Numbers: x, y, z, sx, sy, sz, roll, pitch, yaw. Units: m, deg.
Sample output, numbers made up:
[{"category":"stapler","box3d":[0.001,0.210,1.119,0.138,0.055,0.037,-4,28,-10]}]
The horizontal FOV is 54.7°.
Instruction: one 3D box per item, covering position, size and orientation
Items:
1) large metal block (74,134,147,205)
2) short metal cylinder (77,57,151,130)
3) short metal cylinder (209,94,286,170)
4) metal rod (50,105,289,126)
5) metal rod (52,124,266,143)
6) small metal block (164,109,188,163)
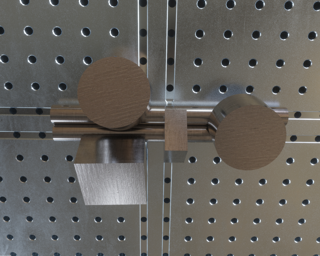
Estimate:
[{"category":"large metal block","box3d":[-0.059,0.055,0.401,0.081,0.050,0.079,-1,130,0]},{"category":"short metal cylinder","box3d":[-0.051,-0.038,0.366,0.081,0.050,0.080,0,86,-1]},{"category":"short metal cylinder","box3d":[0.102,0.004,0.372,0.081,0.050,0.079,0,110,0]},{"category":"metal rod","box3d":[0.013,-0.017,0.404,0.302,0.025,0.025,1,110,-1]},{"category":"metal rod","box3d":[0.012,0.007,0.412,0.302,0.025,0.025,1,110,-1]},{"category":"small metal block","box3d":[0.018,0.011,0.370,0.025,0.050,0.050,1,68,-1]}]
